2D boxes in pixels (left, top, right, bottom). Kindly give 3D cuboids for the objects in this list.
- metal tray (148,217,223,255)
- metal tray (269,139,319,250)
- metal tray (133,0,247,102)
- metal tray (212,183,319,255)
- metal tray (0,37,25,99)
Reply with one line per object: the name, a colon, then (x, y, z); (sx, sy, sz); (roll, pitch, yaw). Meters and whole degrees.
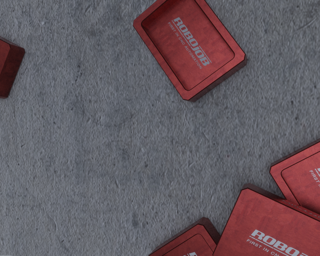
metal tray: (0.057, 0.191, 0.385); (0.090, 0.030, 0.130); (-38, 78, 16)
metal tray: (0.193, 0.078, 0.337); (0.090, 0.030, 0.130); (-32, 80, 17)
metal tray: (0.036, -0.109, 0.393); (0.090, 0.030, 0.130); (-36, 79, 16)
metal tray: (0.133, 0.127, 0.327); (0.130, 0.030, 0.089); (24, 98, 18)
metal tray: (-0.294, -0.115, 0.510); (0.130, 0.030, 0.090); (28, 99, 17)
